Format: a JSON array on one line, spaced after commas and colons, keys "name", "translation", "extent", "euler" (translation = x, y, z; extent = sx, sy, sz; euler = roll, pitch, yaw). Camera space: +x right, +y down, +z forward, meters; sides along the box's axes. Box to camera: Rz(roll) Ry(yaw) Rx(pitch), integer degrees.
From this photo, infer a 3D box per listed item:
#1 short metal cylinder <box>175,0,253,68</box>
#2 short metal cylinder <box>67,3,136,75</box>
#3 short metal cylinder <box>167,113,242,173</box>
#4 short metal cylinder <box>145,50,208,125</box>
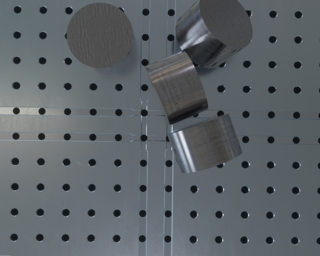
[{"name": "short metal cylinder", "translation": [0.066, -0.121, 0.383], "extent": [0.081, 0.050, 0.080], "euler": [11, 67, -28]}, {"name": "short metal cylinder", "translation": [-0.073, -0.112, 0.400], "extent": [0.081, 0.050, 0.079], "euler": [0, 90, 0]}, {"name": "short metal cylinder", "translation": [0.055, 0.018, 0.386], "extent": [0.080, 0.080, 0.050], "euler": [-19, 90, 0]}, {"name": "short metal cylinder", "translation": [0.020, -0.049, 0.386], "extent": [0.050, 0.080, 0.080], "euler": [-23, 90, 0]}]
